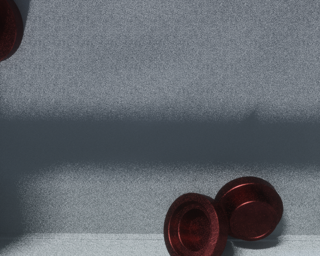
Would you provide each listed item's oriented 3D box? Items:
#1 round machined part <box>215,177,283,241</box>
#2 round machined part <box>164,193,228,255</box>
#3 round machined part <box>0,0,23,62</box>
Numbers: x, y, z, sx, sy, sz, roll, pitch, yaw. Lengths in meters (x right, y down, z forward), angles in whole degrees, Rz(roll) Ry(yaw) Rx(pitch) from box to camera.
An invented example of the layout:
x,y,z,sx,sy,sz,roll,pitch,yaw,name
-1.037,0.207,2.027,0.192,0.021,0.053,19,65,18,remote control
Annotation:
x,y,z,sx,sy,sz,roll,pitch,yaw,name
0.130,0.123,0.449,0.099,0.042,0.097,0,110,0,round machined part
0.054,0.142,0.433,0.042,0.098,0.098,22,112,-40,round machined part
-0.215,-0.120,0.356,0.099,0.042,0.097,0,110,0,round machined part
